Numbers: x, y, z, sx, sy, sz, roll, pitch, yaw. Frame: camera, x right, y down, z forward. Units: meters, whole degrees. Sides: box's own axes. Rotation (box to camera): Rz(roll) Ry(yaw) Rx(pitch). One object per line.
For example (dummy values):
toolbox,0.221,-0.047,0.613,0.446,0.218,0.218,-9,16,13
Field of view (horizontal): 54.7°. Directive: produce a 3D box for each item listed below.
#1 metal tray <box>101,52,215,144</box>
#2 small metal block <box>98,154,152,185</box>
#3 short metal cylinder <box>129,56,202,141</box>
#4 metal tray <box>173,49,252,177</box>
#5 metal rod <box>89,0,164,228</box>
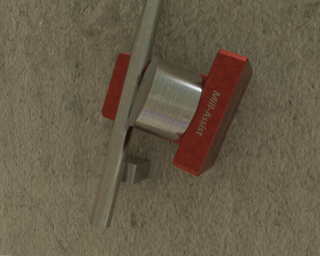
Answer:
metal tray,-0.004,-0.039,0.408,0.130,0.030,0.089,19,96,18
small metal block,-0.046,0.052,0.412,0.050,0.050,0.025,14,95,19
short metal cylinder,0.004,-0.031,0.340,0.050,0.080,0.080,20,98,-15
metal tray,0.063,-0.015,0.353,0.030,0.090,0.129,24,98,18
metal rod,-0.038,-0.030,0.381,0.025,0.025,0.298,11,85,19
